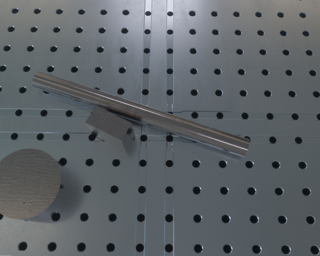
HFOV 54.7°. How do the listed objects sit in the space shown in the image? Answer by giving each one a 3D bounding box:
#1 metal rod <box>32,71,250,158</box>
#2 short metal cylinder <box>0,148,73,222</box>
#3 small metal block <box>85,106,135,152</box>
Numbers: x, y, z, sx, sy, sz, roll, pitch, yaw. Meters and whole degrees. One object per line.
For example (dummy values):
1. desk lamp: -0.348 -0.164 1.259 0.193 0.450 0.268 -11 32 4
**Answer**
1. metal rod: -0.030 -0.021 0.419 0.301 0.025 0.025 18 71 6
2. short metal cylinder: -0.152 0.070 0.372 0.081 0.050 0.080 0 70 0
3. small metal block: -0.062 0.002 0.397 0.050 0.050 0.025 25 72 9
